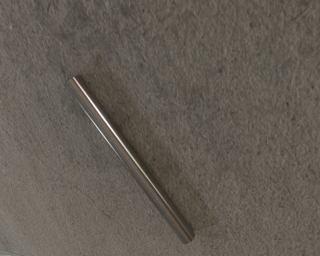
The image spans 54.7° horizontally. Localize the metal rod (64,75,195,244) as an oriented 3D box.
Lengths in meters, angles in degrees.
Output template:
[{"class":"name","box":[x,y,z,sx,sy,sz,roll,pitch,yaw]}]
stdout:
[{"class":"metal rod","box":[-0.039,0.054,0.458,0.025,0.025,0.299,-26,105,37]}]
